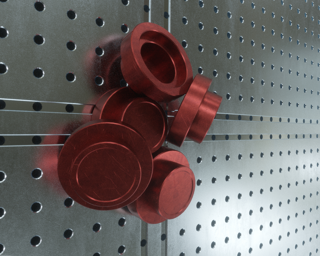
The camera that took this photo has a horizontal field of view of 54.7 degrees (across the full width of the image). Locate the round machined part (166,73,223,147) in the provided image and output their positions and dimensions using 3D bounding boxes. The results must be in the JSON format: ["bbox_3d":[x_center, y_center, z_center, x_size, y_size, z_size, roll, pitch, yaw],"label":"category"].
[{"bbox_3d":[0.048,-0.018,0.402,0.042,0.098,0.098,25,69,6],"label":"round machined part"}]

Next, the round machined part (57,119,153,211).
[{"bbox_3d":[-0.056,0.042,0.322,0.099,0.042,0.097,-2,103,-10],"label":"round machined part"}]

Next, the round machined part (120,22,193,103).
[{"bbox_3d":[-0.009,-0.075,0.378,0.099,0.042,0.098,23,54,-36],"label":"round machined part"}]

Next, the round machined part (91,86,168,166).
[{"bbox_3d":[-0.029,-0.003,0.374,0.099,0.042,0.097,0,90,-40],"label":"round machined part"}]

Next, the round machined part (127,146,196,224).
[{"bbox_3d":[0.007,0.075,0.390,0.099,0.042,0.097,-16,113,-43],"label":"round machined part"}]
